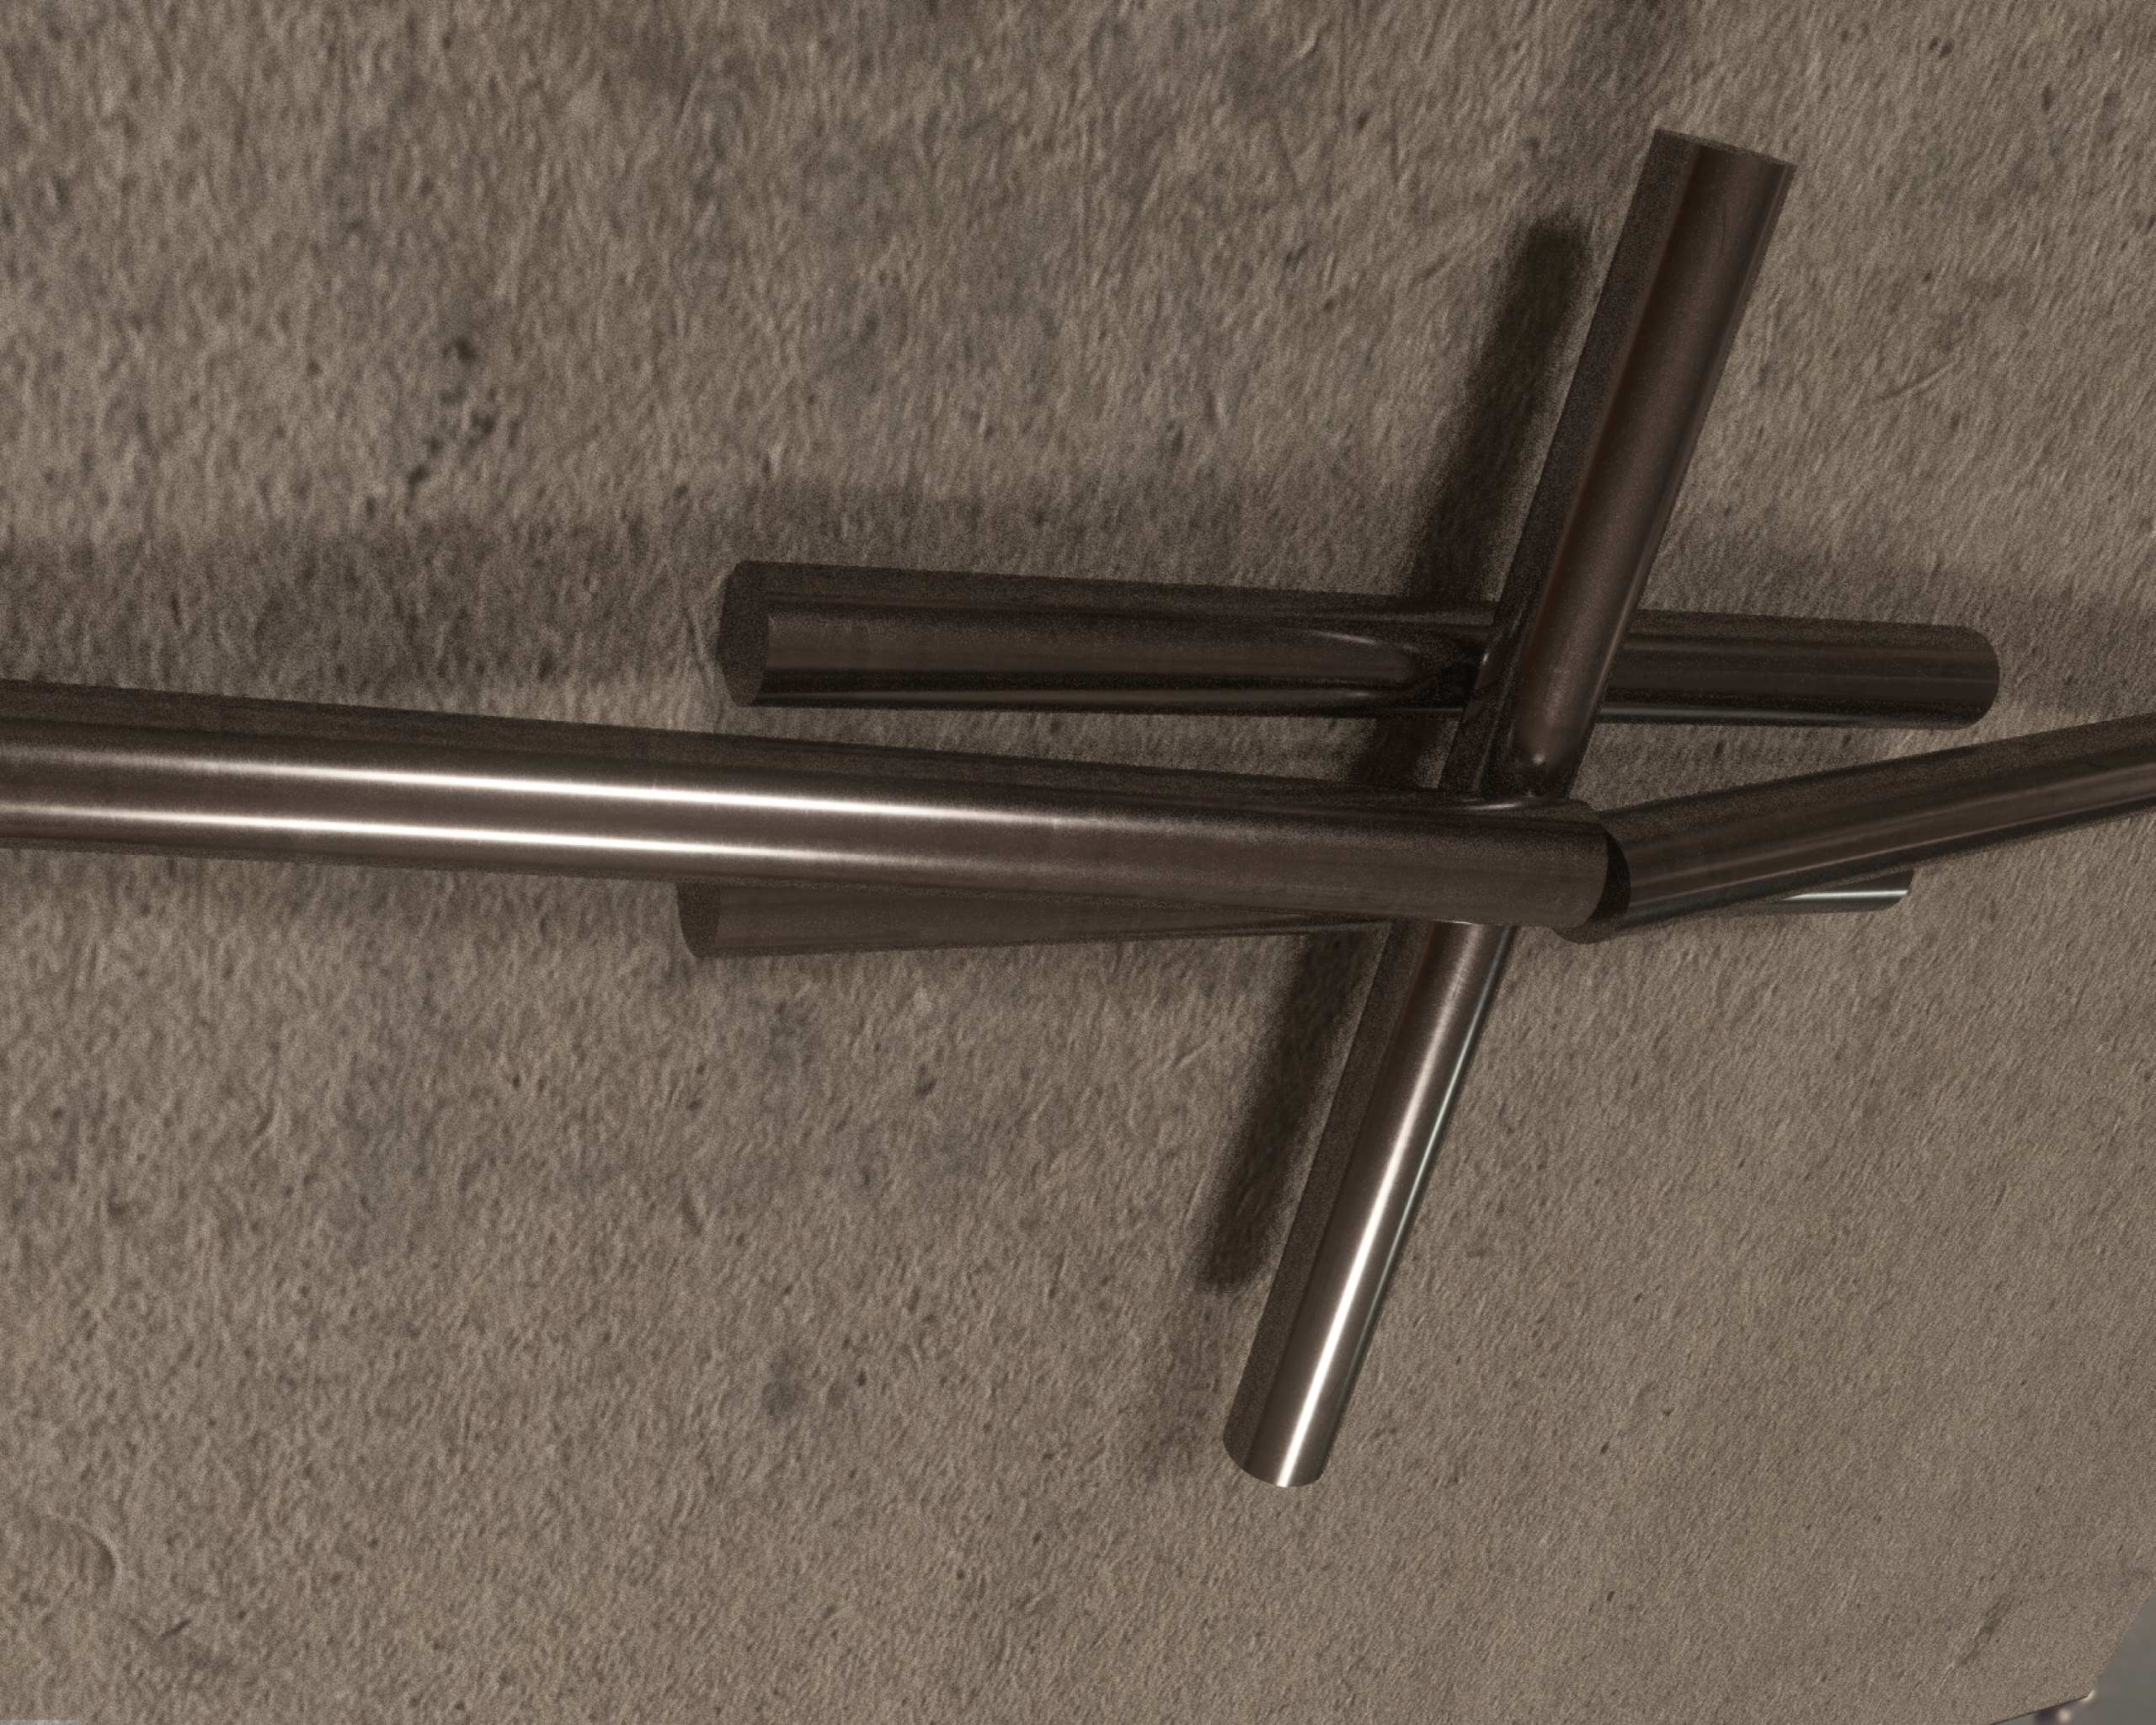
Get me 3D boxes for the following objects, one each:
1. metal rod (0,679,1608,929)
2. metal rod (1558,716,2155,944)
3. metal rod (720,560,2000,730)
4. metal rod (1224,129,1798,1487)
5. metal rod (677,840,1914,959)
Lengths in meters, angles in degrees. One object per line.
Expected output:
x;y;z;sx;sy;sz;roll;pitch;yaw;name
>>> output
-0.048;-0.008;0.345;0.302;0.025;0.025;3;117;-20;metal rod
0.217;-0.016;0.487;0.303;0.025;0.025;-9;123;-36;metal rod
0.076;-0.041;0.426;0.303;0.025;0.025;-1;119;-28;metal rod
0.079;0.006;0.425;0.025;0.025;0.298;0;119;-29;metal rod
0.065;0.002;0.446;0.303;0.025;0.025;-1;119;-28;metal rod
